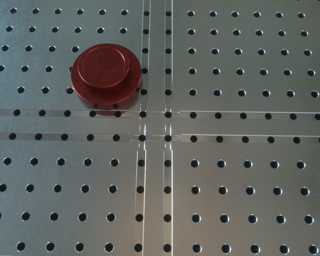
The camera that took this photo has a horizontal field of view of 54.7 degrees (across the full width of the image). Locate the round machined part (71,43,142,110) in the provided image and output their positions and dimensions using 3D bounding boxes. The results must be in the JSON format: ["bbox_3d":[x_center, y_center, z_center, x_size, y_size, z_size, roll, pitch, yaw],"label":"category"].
[{"bbox_3d":[-0.075,-0.077,0.430,0.099,0.042,0.098,0,70,-1],"label":"round machined part"}]
